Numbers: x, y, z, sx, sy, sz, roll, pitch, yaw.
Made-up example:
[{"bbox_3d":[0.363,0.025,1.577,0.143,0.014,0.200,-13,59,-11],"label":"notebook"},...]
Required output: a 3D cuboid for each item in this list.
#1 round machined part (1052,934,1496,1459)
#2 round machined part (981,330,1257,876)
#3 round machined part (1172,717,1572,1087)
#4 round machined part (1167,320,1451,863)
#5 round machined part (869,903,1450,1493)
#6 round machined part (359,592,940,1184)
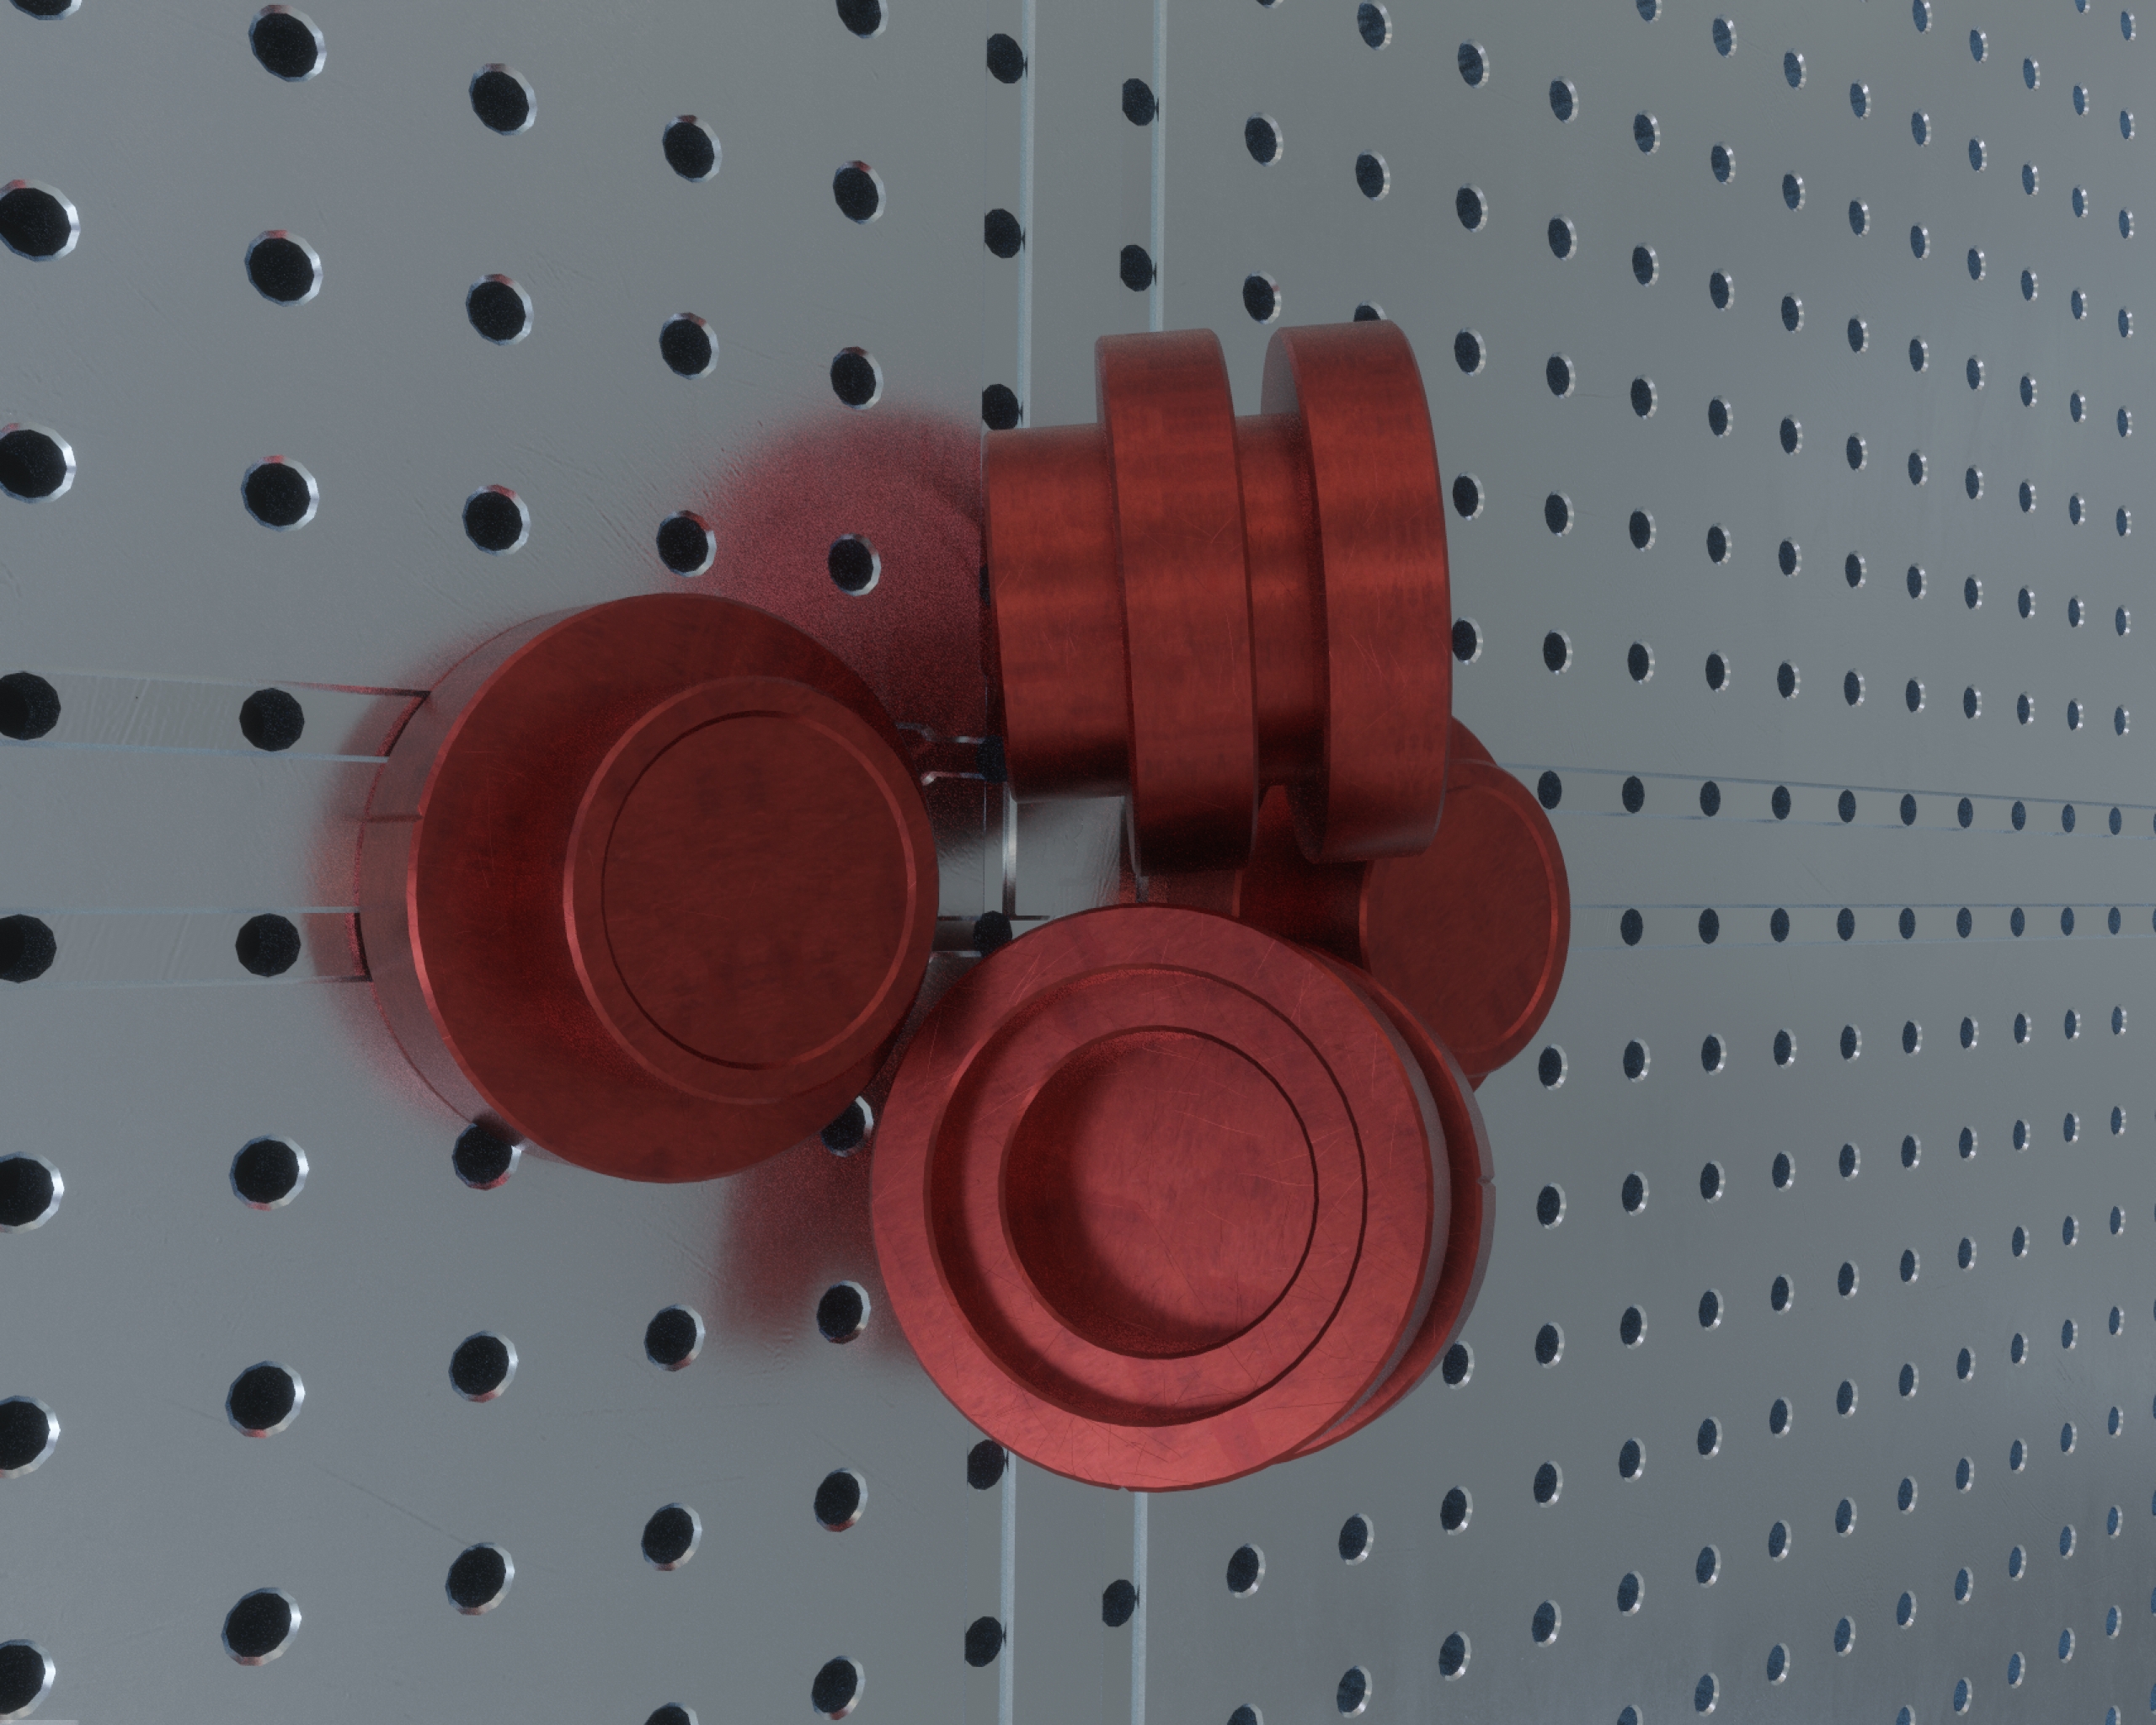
[{"bbox_3d":[0.030,0.063,0.398,0.042,0.098,0.098,27,70,-70],"label":"round machined part"},{"bbox_3d":[0.006,-0.046,0.381,0.042,0.098,0.097,-4,94,0],"label":"round machined part"},{"bbox_3d":[0.070,0.012,0.456,0.099,0.042,0.097,0,90,-40],"label":"round machined part"},{"bbox_3d":[0.038,-0.048,0.384,0.042,0.098,0.097,-4,94,0],"label":"round machined part"},{"bbox_3d":[0.017,0.058,0.369,0.042,0.098,0.098,25,71,-71],"label":"round machined part"},{"bbox_3d":[-0.062,0.004,0.344,0.099,0.042,0.097,0,90,-40],"label":"round machined part"}]
